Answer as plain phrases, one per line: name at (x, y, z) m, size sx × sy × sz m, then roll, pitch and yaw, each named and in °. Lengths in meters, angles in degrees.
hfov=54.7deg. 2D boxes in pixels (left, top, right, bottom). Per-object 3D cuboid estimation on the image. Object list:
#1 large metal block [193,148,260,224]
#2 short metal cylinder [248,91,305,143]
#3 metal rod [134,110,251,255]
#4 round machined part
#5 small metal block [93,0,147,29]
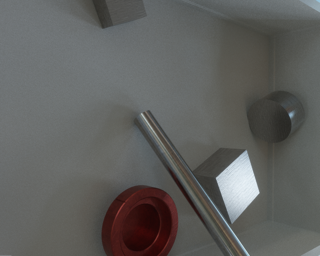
large metal block at (0.102, 0.086, 0.479) m, size 0.081 × 0.050 × 0.080 m, roll -33°, pitch 111°, yaw -35°
short metal cylinder at (0.204, -0.020, 0.545) m, size 0.050 × 0.080 × 0.080 m, roll -28°, pitch 108°, yaw -37°
metal rod at (0.061, 0.106, 0.364) m, size 0.025 × 0.025 × 0.299 m, roll -26°, pitch 76°, yaw -37°
round machined part at (-0.028, 0.118, 0.374) m, size 0.099 × 0.042 × 0.097 m, roll 0°, pitch 90°, yaw -40°
small metal block at (-0.049, -0.149, 0.364) m, size 0.050 × 0.025 × 0.050 m, roll -29°, pitch 112°, yaw -33°
